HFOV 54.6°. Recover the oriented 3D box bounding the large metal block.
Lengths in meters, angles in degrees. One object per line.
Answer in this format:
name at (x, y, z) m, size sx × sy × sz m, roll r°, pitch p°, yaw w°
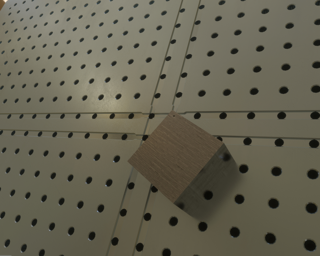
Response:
large metal block at (0.024, 0.038, 0.357) m, size 0.080 × 0.050 × 0.080 m, roll -49°, pitch 51°, yaw -6°
